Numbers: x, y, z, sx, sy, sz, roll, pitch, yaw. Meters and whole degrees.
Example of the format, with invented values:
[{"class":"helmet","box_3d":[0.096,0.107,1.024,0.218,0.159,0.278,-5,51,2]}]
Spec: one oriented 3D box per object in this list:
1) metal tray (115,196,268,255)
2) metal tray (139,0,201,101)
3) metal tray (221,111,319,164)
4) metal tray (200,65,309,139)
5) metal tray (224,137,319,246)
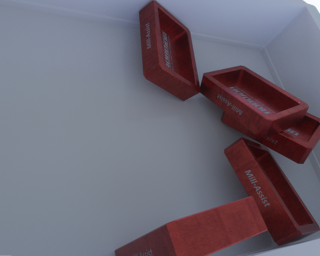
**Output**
[{"class":"metal tray","box_3d":[0.022,0.105,0.287,0.091,0.129,0.030,-7,66,-32]},{"class":"metal tray","box_3d":[0.014,-0.114,0.459,0.090,0.030,0.130,25,49,-42]},{"class":"metal tray","box_3d":[0.170,-0.009,0.463,0.130,0.030,0.091,32,42,26]},{"class":"metal tray","box_3d":[0.132,-0.044,0.449,0.091,0.030,0.130,-17,45,-32]},{"class":"metal tray","box_3d":[0.143,0.078,0.397,0.090,0.030,0.130,17,40,-49]}]
